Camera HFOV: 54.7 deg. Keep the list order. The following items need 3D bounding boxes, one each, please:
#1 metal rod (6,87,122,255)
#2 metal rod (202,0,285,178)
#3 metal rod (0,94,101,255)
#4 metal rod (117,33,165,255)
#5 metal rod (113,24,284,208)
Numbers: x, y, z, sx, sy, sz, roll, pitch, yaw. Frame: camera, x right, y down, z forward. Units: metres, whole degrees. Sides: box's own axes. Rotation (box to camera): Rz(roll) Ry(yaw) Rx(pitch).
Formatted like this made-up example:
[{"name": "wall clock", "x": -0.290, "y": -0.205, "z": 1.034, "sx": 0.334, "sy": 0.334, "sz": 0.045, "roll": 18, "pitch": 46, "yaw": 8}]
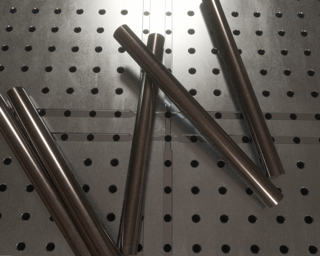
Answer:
[{"name": "metal rod", "x": -0.114, "y": 0.064, "z": 0.375, "sx": 0.025, "sy": 0.025, "sz": 0.300, "roll": -33, "pitch": 70, "yaw": -11}, {"name": "metal rod", "x": 0.111, "y": -0.076, "z": 0.440, "sx": 0.025, "sy": 0.025, "sz": 0.299, "roll": -13, "pitch": 71, "yaw": -5}, {"name": "metal rod", "x": -0.141, "y": 0.072, "z": 0.383, "sx": 0.025, "sy": 0.025, "sz": 0.300, "roll": -35, "pitch": 74, "yaw": -12}, {"name": "metal rod", "x": -0.022, "y": 0.006, "z": 0.409, "sx": 0.025, "sy": 0.025, "sz": 0.299, "roll": 6, "pitch": 70, "yaw": 2}, {"name": "metal rod", "x": 0.044, "y": -0.021, "z": 0.402, "sx": 0.025, "sy": 0.025, "sz": 0.300, "roll": -39, "pitch": 82, "yaw": -13}]
